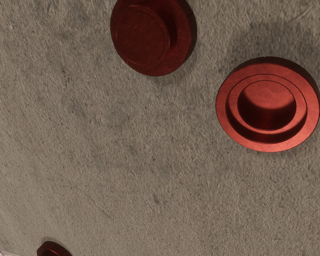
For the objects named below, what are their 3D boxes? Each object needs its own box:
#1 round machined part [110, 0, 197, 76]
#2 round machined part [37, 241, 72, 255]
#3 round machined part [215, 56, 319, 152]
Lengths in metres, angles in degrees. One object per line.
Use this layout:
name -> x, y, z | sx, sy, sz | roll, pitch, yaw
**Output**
round machined part -> -0.013, -0.102, 0.338 | 0.098, 0.042, 0.097 | 13, 124, 20
round machined part -> -0.247, 0.313, 0.716 | 0.098, 0.042, 0.097 | 13, 124, 20
round machined part -> 0.111, -0.027, 0.320 | 0.098, 0.042, 0.097 | 13, 124, 20
